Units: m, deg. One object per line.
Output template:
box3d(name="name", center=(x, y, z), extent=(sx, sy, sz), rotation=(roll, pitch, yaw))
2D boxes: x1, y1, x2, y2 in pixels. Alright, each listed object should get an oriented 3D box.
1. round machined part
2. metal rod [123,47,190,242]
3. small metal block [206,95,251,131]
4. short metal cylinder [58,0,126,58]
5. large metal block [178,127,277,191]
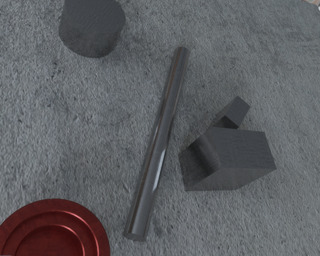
box3d(name="round machined part", center=(-0.097, 0.115, 0.271), extent=(0.099, 0.042, 0.098), rotation=(14, 56, -21))
box3d(name="metal rod", center=(0.004, -0.004, 0.409), extent=(0.025, 0.025, 0.300), rotation=(25, 53, -13))
box3d(name="small metal block", center=(0.099, -0.013, 0.451), extent=(0.025, 0.050, 0.050), rotation=(40, 51, -1))
box3d(name="short metal cylinder", center=(-0.094, -0.144, 0.426), extent=(0.081, 0.050, 0.080), rotation=(14, 56, -21))
box3d(name="large metal block", center=(0.081, 0.042, 0.388), extent=(0.081, 0.080, 0.050), rotation=(5, 60, -26))
